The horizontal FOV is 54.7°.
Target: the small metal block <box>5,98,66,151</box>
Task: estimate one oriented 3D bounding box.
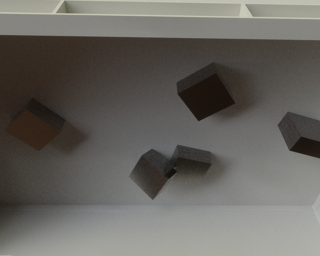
[{"bbox_3d":[-0.162,-0.003,0.404,0.050,0.025,0.050,-36,122,26],"label":"small metal block"}]

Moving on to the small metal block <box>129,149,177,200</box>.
[{"bbox_3d":[-0.011,0.067,0.450,0.050,0.025,0.050,42,127,13],"label":"small metal block"}]

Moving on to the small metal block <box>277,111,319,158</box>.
[{"bbox_3d":[0.189,0.009,0.404,0.050,0.050,0.025,14,129,-12],"label":"small metal block"}]

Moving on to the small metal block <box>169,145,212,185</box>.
[{"bbox_3d":[0.042,0.055,0.457,0.050,0.025,0.050,13,129,-11],"label":"small metal block"}]

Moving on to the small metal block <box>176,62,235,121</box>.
[{"bbox_3d":[0.055,-0.043,0.374,0.050,0.025,0.050,-27,126,21],"label":"small metal block"}]
